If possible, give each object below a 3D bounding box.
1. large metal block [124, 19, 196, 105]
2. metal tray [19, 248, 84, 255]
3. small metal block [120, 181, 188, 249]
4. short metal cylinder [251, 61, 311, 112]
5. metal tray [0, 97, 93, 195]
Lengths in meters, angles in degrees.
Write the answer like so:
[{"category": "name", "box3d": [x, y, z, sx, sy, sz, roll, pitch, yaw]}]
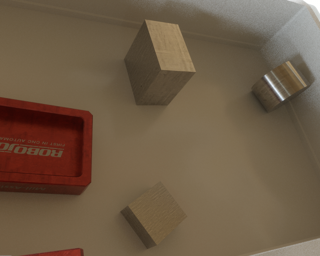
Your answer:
[{"category": "large metal block", "box3d": [-0.004, -0.086, 0.422, 0.050, 0.080, 0.080, -2, 63, -30]}, {"category": "metal tray", "box3d": [-0.129, 0.112, 0.207, 0.131, 0.090, 0.030, 10, 56, -41]}, {"category": "small metal block", "box3d": [-0.007, 0.096, 0.345, 0.050, 0.025, 0.050, -31, 79, -38]}, {"category": "short metal cylinder", "box3d": [0.204, -0.069, 0.525, 0.081, 0.080, 0.050, -21, 74, -36]}, {"category": "metal tray", "box3d": [-0.138, 0.018, 0.317, 0.131, 0.030, 0.090, 9, 58, -24]}]
